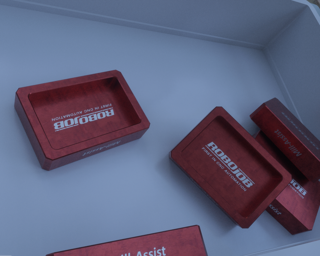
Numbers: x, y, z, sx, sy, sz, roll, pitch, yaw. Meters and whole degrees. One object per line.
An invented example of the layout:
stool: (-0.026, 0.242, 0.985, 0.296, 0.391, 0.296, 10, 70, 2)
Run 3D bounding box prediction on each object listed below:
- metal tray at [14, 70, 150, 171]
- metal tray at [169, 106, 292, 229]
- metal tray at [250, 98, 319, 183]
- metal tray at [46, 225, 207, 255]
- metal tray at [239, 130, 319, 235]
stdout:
metal tray: (-0.087, -0.015, 0.363, 0.131, 0.030, 0.090, -19, 72, -35)
metal tray: (0.087, 0.048, 0.392, 0.090, 0.030, 0.130, -45, 87, -8)
metal tray: (0.205, 0.013, 0.478, 0.130, 0.030, 0.091, 50, 31, 13)
metal tray: (-0.036, 0.119, 0.271, 0.131, 0.090, 0.030, -1, 62, -29)
metal tray: (0.170, 0.076, 0.448, 0.130, 0.030, 0.090, 43, 51, 2)
